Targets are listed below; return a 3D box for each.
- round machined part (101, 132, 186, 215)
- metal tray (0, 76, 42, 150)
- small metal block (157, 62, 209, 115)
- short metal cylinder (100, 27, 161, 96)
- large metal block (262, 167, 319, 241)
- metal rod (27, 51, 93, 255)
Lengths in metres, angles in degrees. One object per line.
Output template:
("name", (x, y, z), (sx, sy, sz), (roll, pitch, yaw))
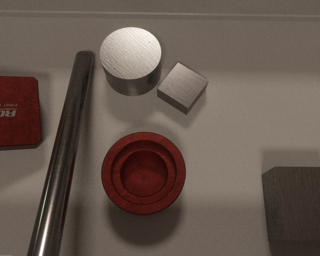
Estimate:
("round machined part", (-0.019, 0.057, 0.379), (0.099, 0.042, 0.098), (0, 70, -1))
("metal tray", (-0.218, -0.017, 0.379), (0.131, 0.030, 0.090), (-2, 77, -25))
("small metal block", (0.031, -0.054, 0.430), (0.050, 0.025, 0.050), (34, 73, 11))
("short metal cylinder", (-0.039, -0.091, 0.429), (0.081, 0.050, 0.080), (0, 70, 0))
("large metal block", (0.172, 0.090, 0.365), (0.081, 0.050, 0.080), (1, 70, 0))
("metal rod", (-0.102, 0.009, 0.345), (0.025, 0.025, 0.300), (-2, 47, -1))
